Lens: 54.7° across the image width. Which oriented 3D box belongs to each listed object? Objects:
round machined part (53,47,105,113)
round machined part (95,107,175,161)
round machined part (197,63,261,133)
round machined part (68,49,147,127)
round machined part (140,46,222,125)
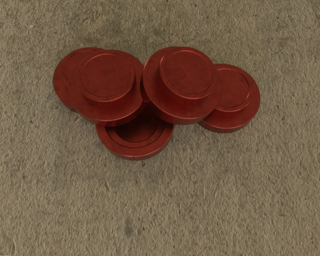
[{"bbox_3d":[-0.098,-0.070,0.424,0.099,0.042,0.098,0,70,-1],"label":"round machined part"},{"bbox_3d":[-0.031,-0.005,0.401,0.099,0.042,0.098,0,70,-1],"label":"round machined part"},{"bbox_3d":[0.087,-0.045,0.417,0.099,0.042,0.098,0,70,-1],"label":"round machined part"},{"bbox_3d":[-0.062,-0.054,0.374,0.099,0.042,0.098,0,70,-1],"label":"round machined part"},{"bbox_3d":[0.028,-0.056,0.366,0.099,0.042,0.098,5,68,-13],"label":"round machined part"}]
